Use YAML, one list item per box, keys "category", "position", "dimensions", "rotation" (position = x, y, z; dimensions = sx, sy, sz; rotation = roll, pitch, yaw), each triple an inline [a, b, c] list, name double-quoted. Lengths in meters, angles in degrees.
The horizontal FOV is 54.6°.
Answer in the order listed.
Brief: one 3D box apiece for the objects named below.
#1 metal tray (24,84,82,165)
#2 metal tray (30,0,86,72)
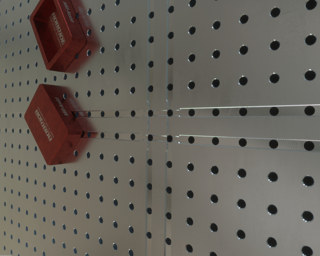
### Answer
- category: "metal tray"
  position: [-0.201, -0.007, 0.574]
  dimensions: [0.090, 0.030, 0.130]
  rotation: [-52, 60, 27]
- category: "metal tray"
  position: [-0.188, -0.179, 0.563]
  dimensions: [0.090, 0.030, 0.130]
  rotation: [-38, 67, 33]
